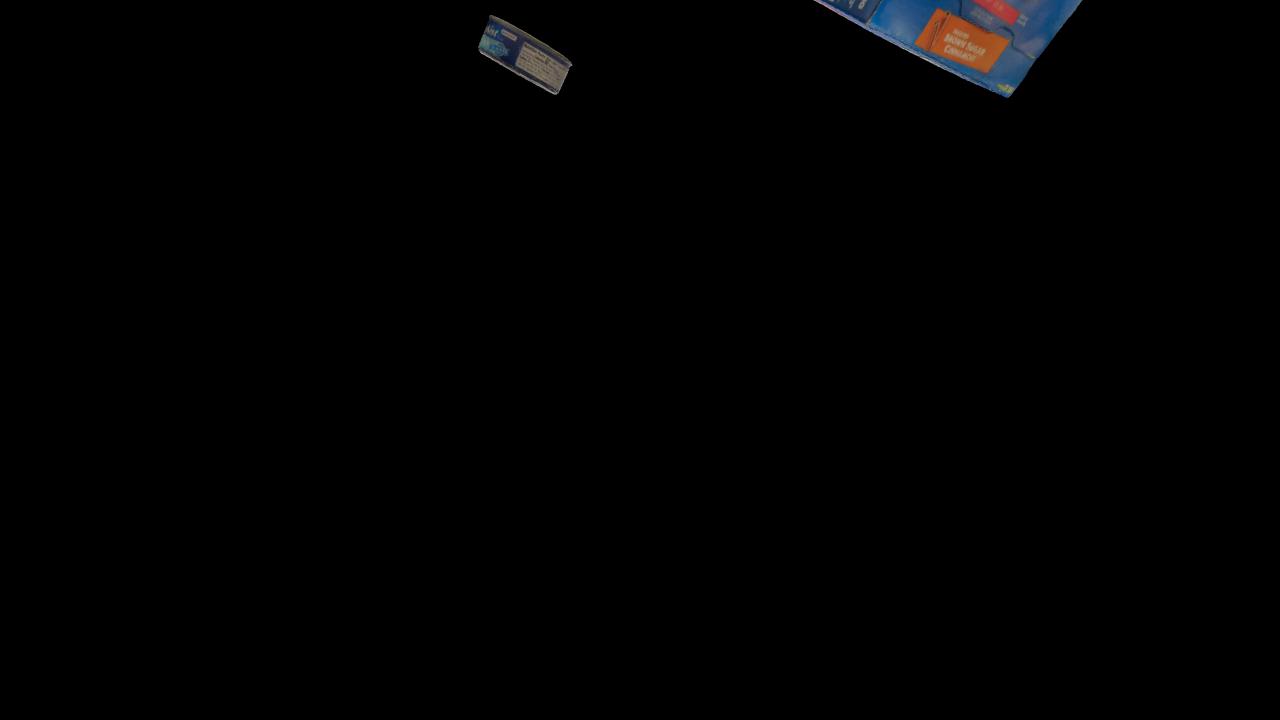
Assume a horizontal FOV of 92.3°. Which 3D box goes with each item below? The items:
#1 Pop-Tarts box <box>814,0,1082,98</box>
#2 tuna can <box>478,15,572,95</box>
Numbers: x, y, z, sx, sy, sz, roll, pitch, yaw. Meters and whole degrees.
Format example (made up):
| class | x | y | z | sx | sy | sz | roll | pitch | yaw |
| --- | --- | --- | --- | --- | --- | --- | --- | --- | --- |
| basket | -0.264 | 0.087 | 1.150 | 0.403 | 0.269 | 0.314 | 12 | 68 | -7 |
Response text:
| class | x | y | z | sx | sy | sz | roll | pitch | yaw |
| --- | --- | --- | --- | --- | --- | --- | --- | --- | --- |
| Pop-Tarts box | 0.194 | -0.271 | 0.435 | 0.167 | 0.083 | 0.141 | 2 | 40 | -32 |
| tuna can | -0.109 | -0.286 | 0.581 | 0.084 | 0.034 | 0.084 | 27 | 16 | -9 |
